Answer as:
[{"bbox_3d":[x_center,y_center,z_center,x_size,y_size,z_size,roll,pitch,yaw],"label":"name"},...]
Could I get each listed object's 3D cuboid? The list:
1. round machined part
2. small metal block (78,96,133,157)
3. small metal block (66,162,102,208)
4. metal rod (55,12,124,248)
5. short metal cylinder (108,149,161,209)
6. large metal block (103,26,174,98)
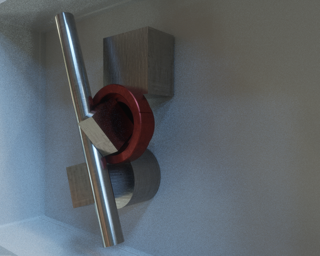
[{"bbox_3d":[-0.045,-0.005,0.391,0.098,0.042,0.097,0,90,39],"label":"round machined part"},{"bbox_3d":[-0.063,-0.002,0.375,0.025,0.050,0.050,-22,111,34],"label":"small metal block"},{"bbox_3d":[-0.093,0.073,0.395,0.025,0.050,0.050,-15,78,5],"label":"small metal block"},{"bbox_3d":[-0.091,-0.008,0.387,0.025,0.025,0.299,-24,75,37],"label":"metal rod"},{"bbox_3d":[-0.046,0.066,0.425,0.080,0.050,0.079,0,90,39],"label":"short metal cylinder"},{"bbox_3d":[-0.029,-0.080,0.409,0.080,0.050,0.079,0,90,39],"label":"large metal block"}]
